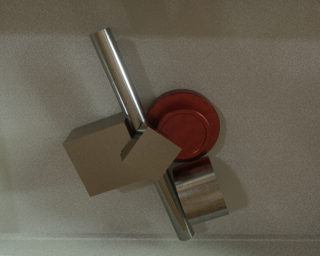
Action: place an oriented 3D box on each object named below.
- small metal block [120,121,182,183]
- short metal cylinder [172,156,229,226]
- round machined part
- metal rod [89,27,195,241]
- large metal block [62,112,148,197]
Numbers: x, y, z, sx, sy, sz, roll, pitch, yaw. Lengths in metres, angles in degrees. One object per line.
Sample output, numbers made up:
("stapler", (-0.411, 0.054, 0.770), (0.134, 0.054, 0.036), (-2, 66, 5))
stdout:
("small metal block", (-0.011, 0.028, 0.368), (0.050, 0.025, 0.050), (34, 95, -19))
("short metal cylinder", (0.054, 0.083, 0.412), (0.050, 0.080, 0.080), (-20, 109, 7))
("round machined part", (0.029, 0.002, 0.401), (0.099, 0.042, 0.097), (0, 110, -1))
("metal rod", (-0.015, 0.022, 0.395), (0.025, 0.025, 0.299), (-20, 109, 7))
("large metal block", (-0.066, 0.032, 0.405), (0.080, 0.050, 0.080), (-19, 109, 6))
